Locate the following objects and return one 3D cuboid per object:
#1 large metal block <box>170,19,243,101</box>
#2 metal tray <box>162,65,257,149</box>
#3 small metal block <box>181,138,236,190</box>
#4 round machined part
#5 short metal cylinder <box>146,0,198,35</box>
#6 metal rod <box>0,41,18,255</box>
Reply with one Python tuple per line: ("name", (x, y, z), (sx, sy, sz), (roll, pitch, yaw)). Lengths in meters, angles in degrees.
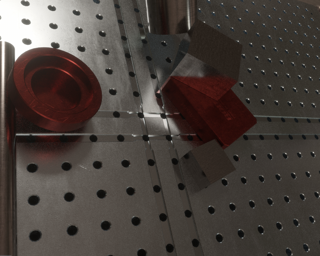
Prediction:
("large metal block", (0.069, -0.099, 0.453), (0.080, 0.050, 0.080), (26, 53, -13))
("metal tray", (0.076, -0.035, 0.470), (0.091, 0.030, 0.130), (-31, 79, -38))
("small metal block", (0.065, 0.048, 0.416), (0.050, 0.025, 0.050), (-21, 73, -36))
("round machined part", (-0.119, -0.039, 0.350), (0.099, 0.042, 0.098), (22, 50, -29))
("short metal cylinder", (0.020, -0.182, 0.490), (0.080, 0.050, 0.080), (-4, 29, 3))
("metal rod", (-0.154, 0.038, 0.302), (0.025, 0.025, 0.299), (1, 61, -28))
